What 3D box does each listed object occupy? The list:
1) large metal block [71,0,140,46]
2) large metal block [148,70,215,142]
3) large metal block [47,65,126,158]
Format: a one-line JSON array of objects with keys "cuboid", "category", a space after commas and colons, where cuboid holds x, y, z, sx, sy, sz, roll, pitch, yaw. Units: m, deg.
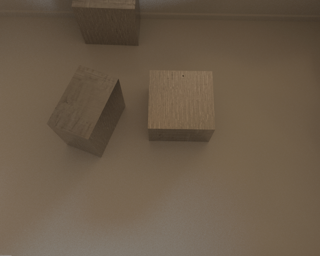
[{"cuboid": [-0.071, -0.162, 0.439, 0.081, 0.080, 0.050, 2, 70, 0], "category": "large metal block"}, {"cuboid": [0.026, -0.028, 0.407, 0.081, 0.050, 0.080, 1, 70, 0], "category": "large metal block"}, {"cuboid": [-0.086, -0.018, 0.386, 0.050, 0.080, 0.080, 20, 71, 7], "category": "large metal block"}]
